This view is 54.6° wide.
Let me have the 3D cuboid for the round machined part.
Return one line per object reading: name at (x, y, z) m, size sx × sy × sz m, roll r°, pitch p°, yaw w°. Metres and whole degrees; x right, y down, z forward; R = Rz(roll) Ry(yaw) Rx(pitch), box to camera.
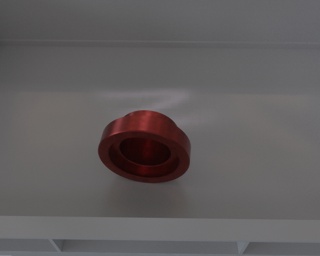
round machined part at (-0.015, 0.018, 0.343) m, size 0.098 × 0.098 × 0.042 m, roll 5°, pitch 50°, yaw 4°
